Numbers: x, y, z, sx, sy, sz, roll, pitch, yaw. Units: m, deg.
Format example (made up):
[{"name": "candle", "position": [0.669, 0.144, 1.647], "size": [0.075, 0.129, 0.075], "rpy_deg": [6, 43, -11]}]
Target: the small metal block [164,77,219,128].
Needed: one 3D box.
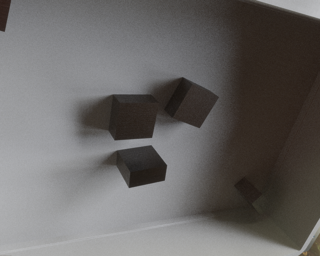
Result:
[{"name": "small metal block", "position": [0.042, -0.033, 0.413], "size": [0.050, 0.025, 0.050], "rpy_deg": [19, 108, -36]}]

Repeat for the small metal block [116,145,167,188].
[{"name": "small metal block", "position": [-0.025, 0.050, 0.411], "size": [0.050, 0.050, 0.025], "rpy_deg": [-7, 122, -25]}]

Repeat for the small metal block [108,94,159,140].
[{"name": "small metal block", "position": [-0.033, -0.014, 0.383], "size": [0.050, 0.025, 0.050], "rpy_deg": [-3, 120, -28]}]

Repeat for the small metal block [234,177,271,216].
[{"name": "small metal block", "position": [0.168, 0.124, 0.564], "size": [0.025, 0.050, 0.050], "rpy_deg": [-41, 130, -1]}]

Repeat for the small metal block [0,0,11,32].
[{"name": "small metal block", "position": [-0.152, -0.114, 0.256], "size": [0.050, 0.025, 0.050], "rpy_deg": [9, 114, -33]}]
